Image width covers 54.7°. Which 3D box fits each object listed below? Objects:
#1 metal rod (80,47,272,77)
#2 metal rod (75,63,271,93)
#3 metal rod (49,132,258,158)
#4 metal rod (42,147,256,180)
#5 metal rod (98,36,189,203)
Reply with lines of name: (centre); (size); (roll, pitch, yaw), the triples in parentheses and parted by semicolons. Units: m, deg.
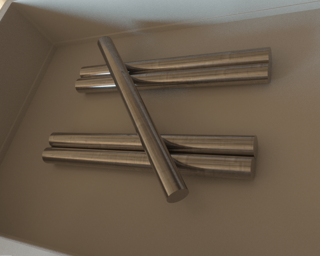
metal rod: (0.005, -0.090, 0.456); (0.300, 0.025, 0.025); (1, 62, 28)
metal rod: (0.000, -0.068, 0.445); (0.300, 0.025, 0.025); (1, 62, 28)
metal rod: (-0.029, 0.019, 0.407); (0.300, 0.025, 0.025); (0, 62, 28)
metal rod: (-0.035, 0.042, 0.396); (0.300, 0.025, 0.025); (0, 62, 28)
metal rod: (-0.036, -0.034, 0.412); (0.025, 0.025, 0.300); (-33, 51, 7)
